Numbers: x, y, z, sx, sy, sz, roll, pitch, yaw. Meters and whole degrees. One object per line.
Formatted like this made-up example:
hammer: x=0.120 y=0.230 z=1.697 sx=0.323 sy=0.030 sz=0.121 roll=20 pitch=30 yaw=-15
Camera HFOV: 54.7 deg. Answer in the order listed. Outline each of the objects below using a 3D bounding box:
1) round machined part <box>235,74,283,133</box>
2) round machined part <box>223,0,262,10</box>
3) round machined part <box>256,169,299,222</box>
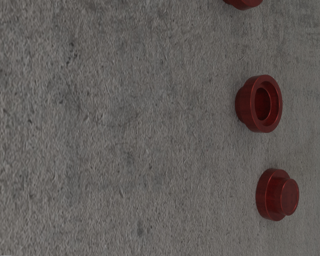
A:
round machined part: x=0.166 y=-0.041 z=0.533 sx=0.099 sy=0.042 sz=0.097 roll=0 pitch=90 yaw=-40
round machined part: x=0.126 y=-0.239 z=0.498 sx=0.099 sy=0.042 sz=0.097 roll=0 pitch=90 yaw=-40
round machined part: x=0.226 y=0.127 z=0.583 sx=0.099 sy=0.042 sz=0.097 roll=0 pitch=90 yaw=-40
